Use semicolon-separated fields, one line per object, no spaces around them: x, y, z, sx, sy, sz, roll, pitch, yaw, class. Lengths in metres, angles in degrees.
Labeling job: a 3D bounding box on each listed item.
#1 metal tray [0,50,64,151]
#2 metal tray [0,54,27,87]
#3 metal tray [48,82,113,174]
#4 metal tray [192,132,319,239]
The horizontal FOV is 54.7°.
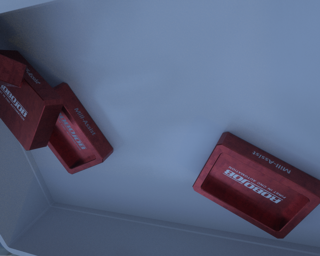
-0.201;-0.042;0.450;0.130;0.030;0.089;43;120;21;metal tray
-0.249;-0.084;0.397;0.130;0.090;0.030;10;84;34;metal tray
-0.144;0.004;0.483;0.090;0.030;0.130;-23;106;36;metal tray
0.117;0.073;0.388;0.130;0.030;0.089;29;128;9;metal tray
